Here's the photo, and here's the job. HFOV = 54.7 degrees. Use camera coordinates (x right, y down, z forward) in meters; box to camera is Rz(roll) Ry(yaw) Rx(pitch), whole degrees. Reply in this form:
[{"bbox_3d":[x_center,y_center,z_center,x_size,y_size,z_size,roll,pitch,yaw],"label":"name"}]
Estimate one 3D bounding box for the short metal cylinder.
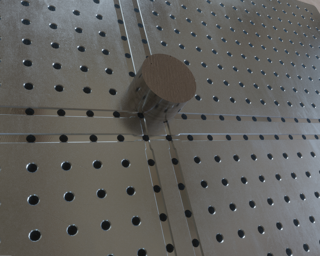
[{"bbox_3d":[0.003,-0.055,0.429,0.081,0.050,0.080,14,56,-21],"label":"short metal cylinder"}]
